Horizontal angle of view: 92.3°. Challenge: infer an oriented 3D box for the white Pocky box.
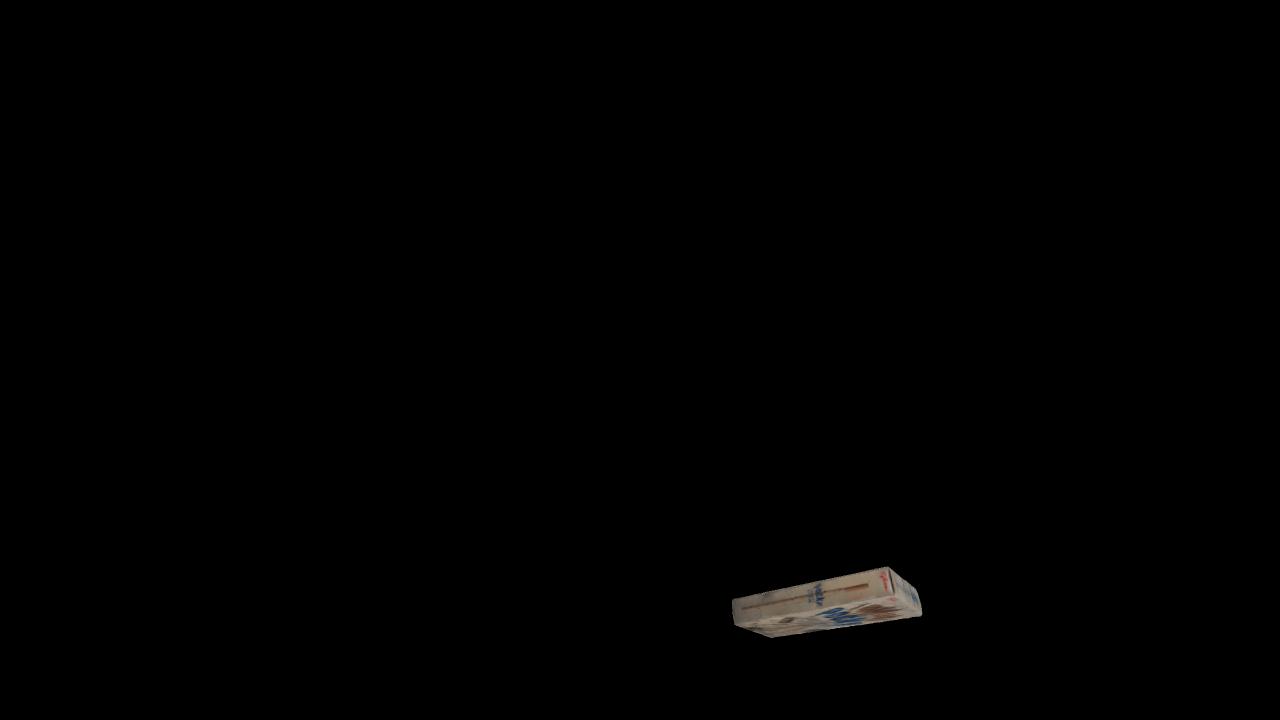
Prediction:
[{"bbox_3d":[0.173,0.230,0.576,0.154,0.028,0.084,-24,-42,28],"label":"white Pocky box"}]
